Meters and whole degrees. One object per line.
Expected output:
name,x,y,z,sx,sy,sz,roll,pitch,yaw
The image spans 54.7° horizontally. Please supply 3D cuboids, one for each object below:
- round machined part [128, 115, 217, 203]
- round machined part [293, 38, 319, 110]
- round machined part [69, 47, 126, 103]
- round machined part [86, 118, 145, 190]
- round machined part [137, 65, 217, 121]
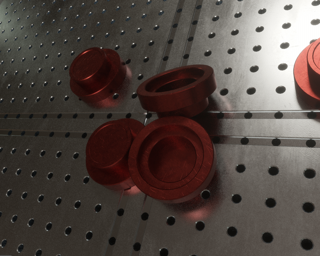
round machined part,0.016,0.038,0.358,0.098,0.042,0.098,-7,65,16
round machined part,0.197,-0.068,0.335,0.098,0.042,0.098,-13,56,20
round machined part,-0.109,-0.094,0.510,0.098,0.042,0.098,-13,56,20
round machined part,-0.058,0.029,0.409,0.098,0.042,0.098,-13,56,20
round machined part,0.024,-0.042,0.392,0.098,0.042,0.098,-15,25,7
